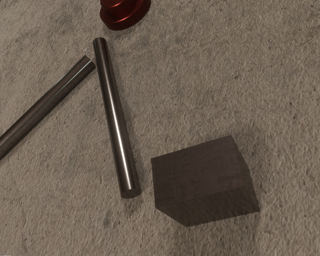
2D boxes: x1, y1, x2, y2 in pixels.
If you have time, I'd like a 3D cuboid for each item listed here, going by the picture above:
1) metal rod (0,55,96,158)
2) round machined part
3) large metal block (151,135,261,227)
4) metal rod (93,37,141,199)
[{"bbox_3d":[-0.226,-0.011,0.525,0.300,0.025,0.025,-45,51,-4],"label":"metal rod"},{"bbox_3d":[-0.070,-0.231,0.569,0.098,0.042,0.098,-13,56,20],"label":"round machined part"},{"bbox_3d":[0.047,0.057,0.308,0.080,0.080,0.050,-18,55,17],"label":"large metal block"},{"bbox_3d":[-0.071,-0.036,0.461,0.025,0.025,0.299,-26,53,12],"label":"metal rod"}]
